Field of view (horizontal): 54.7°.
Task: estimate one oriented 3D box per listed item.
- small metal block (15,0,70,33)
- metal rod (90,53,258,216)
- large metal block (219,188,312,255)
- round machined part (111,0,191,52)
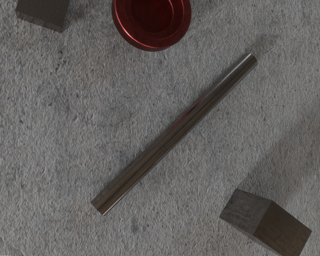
[{"bbox_3d":[-0.133,-0.146,0.360,0.050,0.025,0.050,16,85,-20],"label":"small metal block"},{"bbox_3d":[0.028,-0.001,0.419,0.301,0.025,0.025,-44,104,-15],"label":"metal rod"},{"bbox_3d":[0.145,0.134,0.433,0.080,0.080,0.050,37,78,-16],"label":"large metal block"},{"bbox_3d":[-0.013,-0.146,0.395,0.099,0.042,0.097,0,90,-20],"label":"round machined part"}]
